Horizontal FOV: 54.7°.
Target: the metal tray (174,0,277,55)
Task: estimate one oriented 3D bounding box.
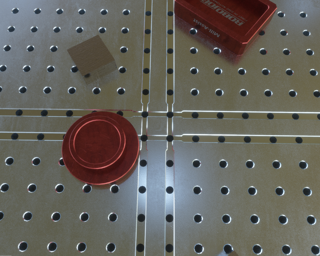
[{"bbox_3d":[0.098,-0.182,0.476,0.130,0.030,0.090,37,74,12],"label":"metal tray"}]

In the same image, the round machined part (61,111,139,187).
[{"bbox_3d":[-0.076,0.023,0.394,0.099,0.042,0.098,0,70,0],"label":"round machined part"}]

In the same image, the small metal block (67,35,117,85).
[{"bbox_3d":[-0.097,-0.099,0.447,0.050,0.025,0.050,-30,73,-10],"label":"small metal block"}]

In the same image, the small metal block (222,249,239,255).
[{"bbox_3d":[0.079,0.174,0.348,0.050,0.025,0.050,-36,74,-12],"label":"small metal block"}]
